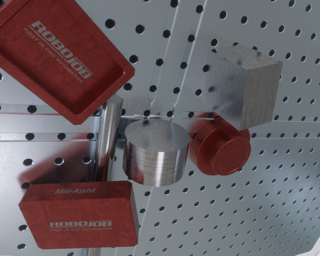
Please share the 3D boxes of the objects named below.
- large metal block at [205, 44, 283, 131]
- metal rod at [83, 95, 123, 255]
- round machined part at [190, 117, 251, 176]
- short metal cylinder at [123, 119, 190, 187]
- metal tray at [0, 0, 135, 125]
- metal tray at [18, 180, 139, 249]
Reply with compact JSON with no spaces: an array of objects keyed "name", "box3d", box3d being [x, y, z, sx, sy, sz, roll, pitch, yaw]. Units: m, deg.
[{"name":"large metal block","box3d":[0.102,-0.055,0.398,0.050,0.080,0.079,-15,125,-20]},{"name":"metal rod","box3d":[-0.083,0.097,0.425,0.025,0.025,0.298,-3,120,-27]},{"name":"round machined part","box3d":[0.100,0.034,0.476,0.099,0.042,0.097,-14,124,-21]},{"name":"short metal cylinder","box3d":[-0.005,0.029,0.391,0.081,0.080,0.050,-7,122,-25]},{"name":"metal tray","box3d":[-0.098,-0.073,0.308,0.090,0.030,0.130,-43,130,1]},{"name":"metal tray","box3d":[-0.096,0.111,0.390,0.131,0.030,0.089,-3,124,3]}]
